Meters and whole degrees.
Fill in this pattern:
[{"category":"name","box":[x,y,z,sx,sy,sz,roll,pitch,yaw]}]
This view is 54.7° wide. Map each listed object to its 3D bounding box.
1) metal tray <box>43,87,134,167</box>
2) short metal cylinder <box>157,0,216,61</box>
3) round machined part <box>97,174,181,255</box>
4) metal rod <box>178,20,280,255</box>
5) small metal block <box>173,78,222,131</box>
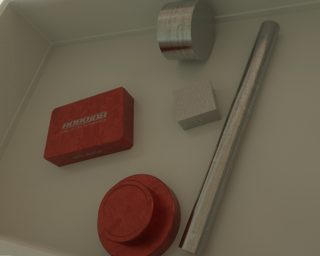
[{"category":"metal tray","box":[-0.103,-0.001,0.455,0.130,0.030,0.090,-15,56,19]},{"category":"short metal cylinder","box":[0.038,-0.135,0.432,0.050,0.080,0.080,8,66,31]},{"category":"round machined part","box":[-0.030,0.098,0.349,0.098,0.042,0.098,-13,56,20]},{"category":"metal rod","box":[0.088,-0.004,0.361,0.025,0.025,0.300,11,67,32]},{"category":"small metal block","box":[0.047,-0.030,0.399,0.050,0.025,0.050,-18,55,17]}]
